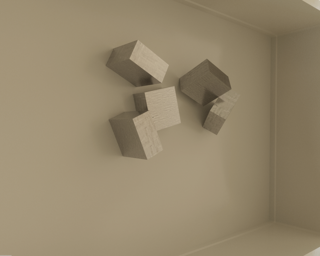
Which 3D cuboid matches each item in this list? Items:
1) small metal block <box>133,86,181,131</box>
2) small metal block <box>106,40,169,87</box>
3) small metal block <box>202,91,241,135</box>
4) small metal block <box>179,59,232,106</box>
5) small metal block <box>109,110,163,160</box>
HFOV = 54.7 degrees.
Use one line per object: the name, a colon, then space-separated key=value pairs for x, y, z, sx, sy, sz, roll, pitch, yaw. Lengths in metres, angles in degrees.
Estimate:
small metal block: x=-0.003 y=-0.025 z=0.404 sx=0.050 sy=0.025 sz=0.050 roll=-18 pitch=102 yaw=-39
small metal block: x=-0.027 y=-0.074 z=0.367 sx=0.050 sy=0.050 sz=0.025 roll=32 pitch=70 yaw=-36
small metal block: x=0.092 y=-0.025 z=0.464 sx=0.025 sy=0.050 sz=0.050 roll=31 pitch=64 yaw=10
small metal block: x=0.064 y=-0.063 z=0.440 sx=0.050 sy=0.050 sz=0.025 roll=29 pitch=42 yaw=-36
small metal block: x=-0.029 y=0.008 z=0.366 sx=0.025 sy=0.050 sz=0.050 roll=-30 pitch=109 yaw=-36
